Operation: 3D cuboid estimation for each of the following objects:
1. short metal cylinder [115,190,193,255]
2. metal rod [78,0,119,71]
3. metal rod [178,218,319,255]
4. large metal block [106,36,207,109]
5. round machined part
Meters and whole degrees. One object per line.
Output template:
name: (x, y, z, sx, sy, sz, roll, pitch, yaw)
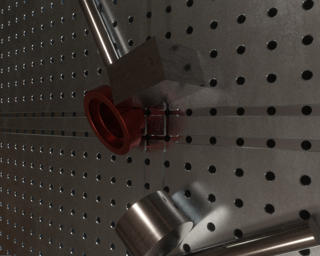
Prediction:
short metal cylinder: (-0.007, 0.123, 0.377, 0.050, 0.081, 0.080, 46, 117, 30)
metal rod: (-0.106, -0.176, 0.494, 0.025, 0.025, 0.299, -37, 68, 33)
metal rod: (0.041, 0.163, 0.373, 0.299, 0.025, 0.025, -33, 70, 35)
large metal block: (-0.004, -0.062, 0.375, 0.080, 0.081, 0.050, -21, 77, 38)
round machined part: (-0.058, -0.015, 0.426, 0.098, 0.042, 0.097, 32, 140, 32)
